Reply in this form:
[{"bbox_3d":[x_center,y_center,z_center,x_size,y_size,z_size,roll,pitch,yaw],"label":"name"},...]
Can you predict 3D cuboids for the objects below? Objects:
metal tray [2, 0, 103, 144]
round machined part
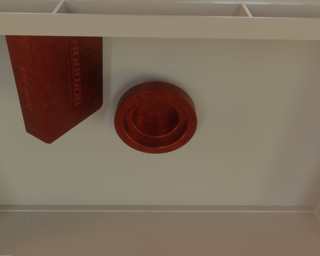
[{"bbox_3d":[-0.098,-0.058,0.313,0.030,0.090,0.129,26,133,19],"label":"metal tray"},{"bbox_3d":[-0.005,-0.017,0.384,0.099,0.042,0.097,-1,130,0],"label":"round machined part"}]
